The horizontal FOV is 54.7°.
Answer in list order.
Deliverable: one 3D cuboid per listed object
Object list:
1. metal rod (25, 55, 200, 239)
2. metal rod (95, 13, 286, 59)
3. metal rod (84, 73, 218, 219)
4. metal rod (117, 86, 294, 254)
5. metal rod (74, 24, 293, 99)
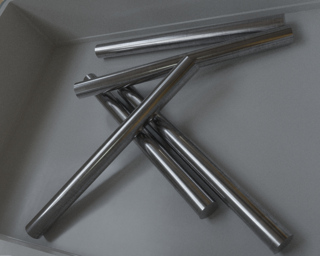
[{"bbox_3d":[-0.063,0.028,0.393,0.300,0.025,0.025,-46,51,5],"label":"metal rod"},{"bbox_3d":[0.029,-0.135,0.471,0.300,0.025,0.025,-1,62,27],"label":"metal rod"},{"bbox_3d":[-0.032,0.004,0.418,0.025,0.025,0.300,-43,51,-2],"label":"metal rod"},{"bbox_3d":[0.029,0.023,0.374,0.025,0.025,0.300,-43,51,-2],"label":"metal rod"},{"bbox_3d":[0.022,-0.087,0.425,0.301,0.025,0.025,-13,56,13],"label":"metal rod"}]
